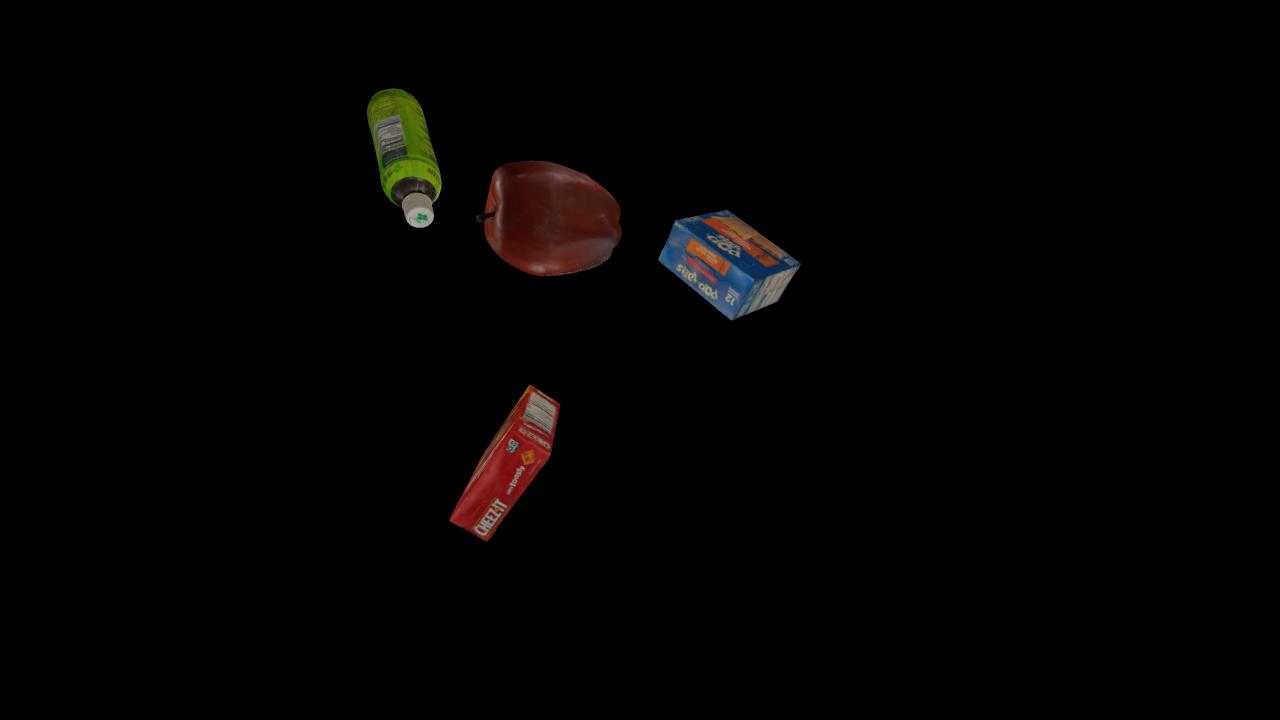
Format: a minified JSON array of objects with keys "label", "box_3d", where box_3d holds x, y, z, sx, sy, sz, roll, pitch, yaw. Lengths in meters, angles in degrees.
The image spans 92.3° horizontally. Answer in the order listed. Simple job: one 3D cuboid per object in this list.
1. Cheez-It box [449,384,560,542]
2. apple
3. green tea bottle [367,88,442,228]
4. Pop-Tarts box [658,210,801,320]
[{"label":"Cheez-It box","box_3d":[-0.198,0.149,0.948,0.071,0.166,0.223,33,10,-10]},{"label":"apple","box_3d":[-0.061,-0.093,0.410,0.093,0.079,0.079,2,-1,-18]},{"label":"green tea bottle","box_3d":[-0.283,-0.241,0.742,0.073,0.212,0.073,-15,-33,-10]},{"label":"Pop-Tarts box","box_3d":[0.143,-0.158,0.985,0.141,0.083,0.167,-22,56,-42]}]
